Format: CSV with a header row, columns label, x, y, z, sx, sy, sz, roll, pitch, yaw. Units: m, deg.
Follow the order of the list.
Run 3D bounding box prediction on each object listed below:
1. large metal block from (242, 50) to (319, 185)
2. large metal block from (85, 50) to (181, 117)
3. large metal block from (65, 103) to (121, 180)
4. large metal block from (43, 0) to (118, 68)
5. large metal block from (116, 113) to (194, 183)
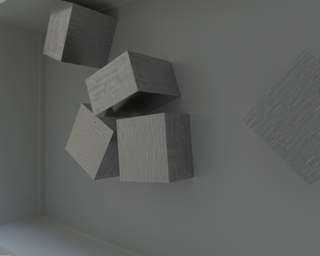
label,x,y,z,sx,sy,sz,roll,pitch,yaw
large metal block,0.138,-0.009,0.276,0.080,0.050,0.080,51,119,27
large metal block,-0.034,-0.051,0.397,0.080,0.081,0.050,-24,75,37
large metal block,-0.087,0.018,0.460,0.080,0.050,0.079,38,113,33
large metal block,-0.119,-0.139,0.466,0.050,0.081,0.079,27,107,36
large metal block,-0.007,0.025,0.395,0.080,0.050,0.080,-6,86,39
